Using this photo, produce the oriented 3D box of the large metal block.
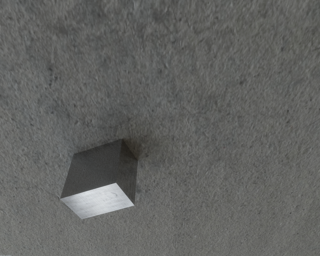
[{"bbox_3d":[-0.080,0.070,0.430,0.080,0.080,0.050,-18,128,14],"label":"large metal block"}]
